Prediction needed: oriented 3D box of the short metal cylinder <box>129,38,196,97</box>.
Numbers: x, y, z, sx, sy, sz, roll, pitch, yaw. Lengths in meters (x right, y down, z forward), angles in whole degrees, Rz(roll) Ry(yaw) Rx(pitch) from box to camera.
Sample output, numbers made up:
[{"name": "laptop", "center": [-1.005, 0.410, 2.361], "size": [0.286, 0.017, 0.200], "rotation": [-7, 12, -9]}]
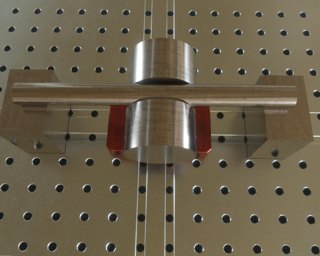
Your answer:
[{"name": "short metal cylinder", "center": [0.003, -0.064, 0.374], "size": [0.080, 0.080, 0.050], "rotation": [1, 70, 0]}]

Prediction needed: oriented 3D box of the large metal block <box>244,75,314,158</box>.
[{"name": "large metal block", "center": [0.142, -0.011, 0.386], "size": [0.050, 0.080, 0.080], "rotation": [1, 70, 0]}]

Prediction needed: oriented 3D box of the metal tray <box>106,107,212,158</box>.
[{"name": "metal tray", "center": [0.000, -0.008, 0.412], "size": [0.131, 0.030, 0.090], "rotation": [1, 70, 0]}]

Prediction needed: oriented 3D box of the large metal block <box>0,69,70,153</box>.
[{"name": "large metal block", "center": [-0.151, -0.018, 0.387], "size": [0.050, 0.080, 0.080], "rotation": [1, 70, 0]}]

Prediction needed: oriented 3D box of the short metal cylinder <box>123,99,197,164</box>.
[{"name": "short metal cylinder", "center": [0.001, 0.007, 0.348], "size": [0.080, 0.080, 0.050], "rotation": [1, 70, 0]}]

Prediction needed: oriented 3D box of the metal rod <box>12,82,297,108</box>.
[{"name": "metal rod", "center": [-0.006, -0.036, 0.339], "size": [0.302, 0.025, 0.025], "rotation": [1, 70, 0]}]
